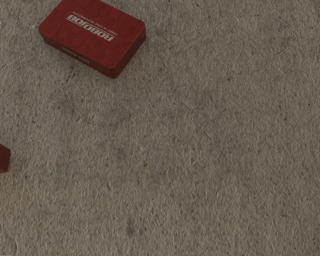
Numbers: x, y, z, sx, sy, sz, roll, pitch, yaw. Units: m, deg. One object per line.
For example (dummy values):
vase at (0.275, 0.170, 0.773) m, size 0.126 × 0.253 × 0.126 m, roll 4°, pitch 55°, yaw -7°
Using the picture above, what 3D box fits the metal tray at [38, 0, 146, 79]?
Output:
metal tray at (-0.097, -0.140, 0.456) m, size 0.130 × 0.030 × 0.090 m, roll 29°, pitch 72°, yaw 10°

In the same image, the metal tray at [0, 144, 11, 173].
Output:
metal tray at (-0.260, 0.030, 0.360) m, size 0.131 × 0.090 × 0.030 m, roll -1°, pitch 70°, yaw -1°
